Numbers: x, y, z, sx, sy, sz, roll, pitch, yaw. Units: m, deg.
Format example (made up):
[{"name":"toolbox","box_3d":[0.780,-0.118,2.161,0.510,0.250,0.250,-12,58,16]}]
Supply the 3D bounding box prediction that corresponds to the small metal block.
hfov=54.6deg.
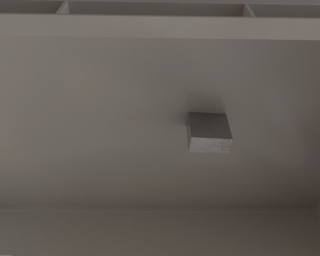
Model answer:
[{"name":"small metal block","box_3d":[0.062,0.006,0.398,0.050,0.050,0.025,3,130,-3]}]
